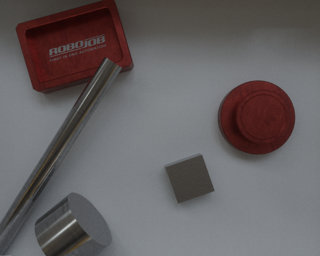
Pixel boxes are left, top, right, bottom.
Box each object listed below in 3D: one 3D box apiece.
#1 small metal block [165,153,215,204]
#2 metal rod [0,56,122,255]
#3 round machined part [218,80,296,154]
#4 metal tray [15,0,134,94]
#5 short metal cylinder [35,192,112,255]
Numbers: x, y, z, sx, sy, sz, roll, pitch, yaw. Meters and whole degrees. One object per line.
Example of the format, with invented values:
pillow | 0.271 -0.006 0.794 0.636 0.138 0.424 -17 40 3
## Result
small metal block | 0.039 0.066 0.412 0.050 0.025 0.050 -19 90 -1
metal rod | -0.139 0.043 0.393 0.025 0.025 0.299 34 96 -1
round machined part | 0.129 -0.014 0.405 0.099 0.042 0.097 0 90 -1
metal tray | -0.109 -0.106 0.407 0.131 0.030 0.090 -16 90 -1
short metal cylinder | -0.105 0.127 0.383 0.050 0.080 0.080 -40 91 0
